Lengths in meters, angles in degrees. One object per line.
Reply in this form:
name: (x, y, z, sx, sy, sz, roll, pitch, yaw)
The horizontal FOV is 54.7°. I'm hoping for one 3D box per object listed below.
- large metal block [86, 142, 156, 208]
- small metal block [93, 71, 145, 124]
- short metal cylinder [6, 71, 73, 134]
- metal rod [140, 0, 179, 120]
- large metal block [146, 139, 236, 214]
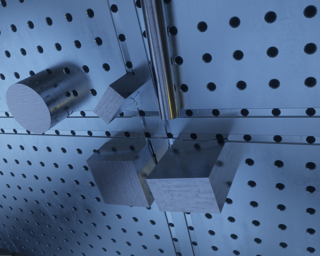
large metal block: (-0.050, 0.068, 0.462, 0.080, 0.050, 0.080, -3, 117, 29)
small metal block: (-0.053, -0.039, 0.397, 0.025, 0.050, 0.050, 41, 129, 0)
short metal cylinder: (-0.179, -0.038, 0.463, 0.080, 0.050, 0.079, 13, 124, 20)
metal rod: (-0.010, -0.146, 0.324, 0.025, 0.025, 0.298, 5, 121, 25)
large metal block: (0.042, 0.059, 0.389, 0.080, 0.080, 0.050, -7, 115, 31)
